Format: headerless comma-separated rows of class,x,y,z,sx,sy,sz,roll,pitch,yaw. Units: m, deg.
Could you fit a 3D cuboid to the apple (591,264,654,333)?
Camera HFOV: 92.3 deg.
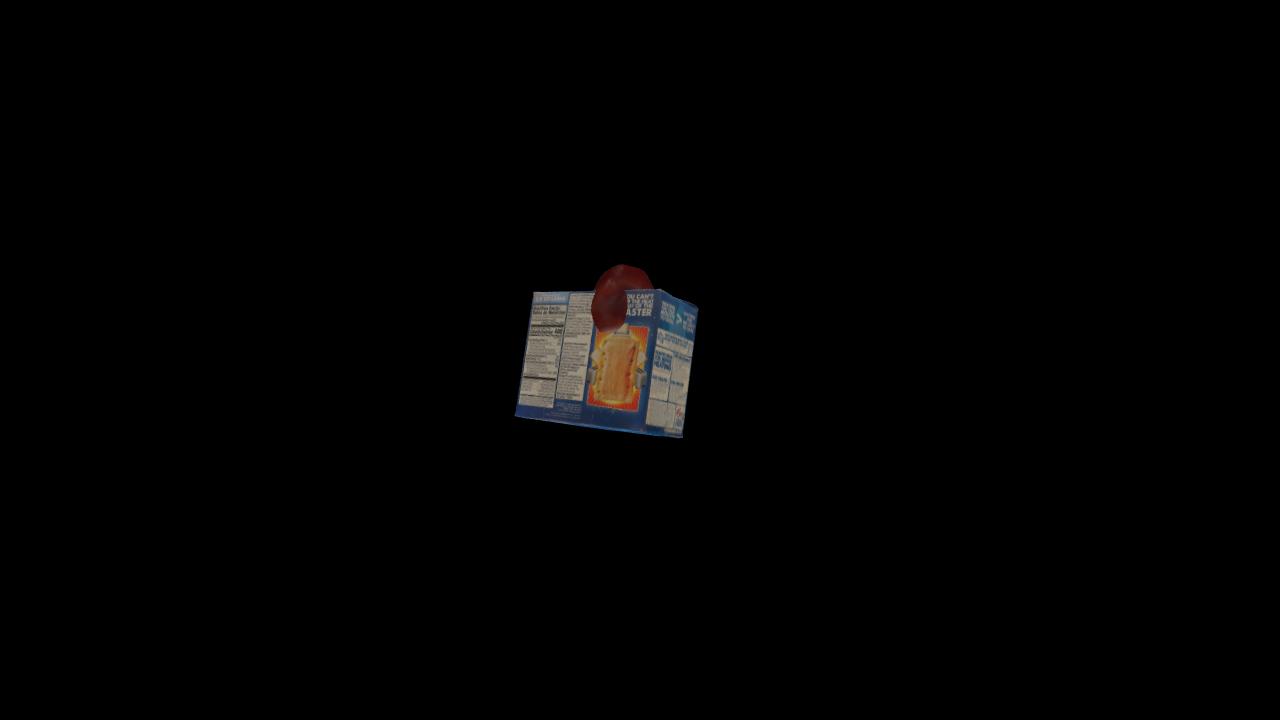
apple,-0.017,-0.053,0.642,0.079,0.093,0.079,3,-24,1

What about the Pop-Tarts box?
Pop-Tarts box,-0.036,0.003,0.655,0.167,0.141,0.083,3,-8,32
